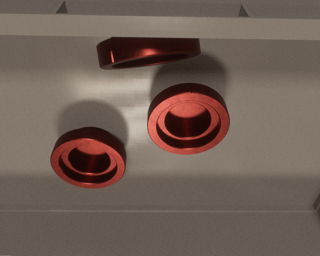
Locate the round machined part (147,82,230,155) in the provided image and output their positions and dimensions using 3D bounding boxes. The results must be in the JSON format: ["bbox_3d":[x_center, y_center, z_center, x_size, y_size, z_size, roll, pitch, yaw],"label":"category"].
[{"bbox_3d":[0.034,-0.016,0.385,0.099,0.042,0.097,-1,130,0],"label":"round machined part"}]

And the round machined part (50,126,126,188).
[{"bbox_3d":[-0.096,0.037,0.428,0.099,0.042,0.097,-1,130,0],"label":"round machined part"}]

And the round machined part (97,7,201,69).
[{"bbox_3d":[-0.012,-0.086,0.299,0.099,0.098,0.042,-8,97,6],"label":"round machined part"}]
